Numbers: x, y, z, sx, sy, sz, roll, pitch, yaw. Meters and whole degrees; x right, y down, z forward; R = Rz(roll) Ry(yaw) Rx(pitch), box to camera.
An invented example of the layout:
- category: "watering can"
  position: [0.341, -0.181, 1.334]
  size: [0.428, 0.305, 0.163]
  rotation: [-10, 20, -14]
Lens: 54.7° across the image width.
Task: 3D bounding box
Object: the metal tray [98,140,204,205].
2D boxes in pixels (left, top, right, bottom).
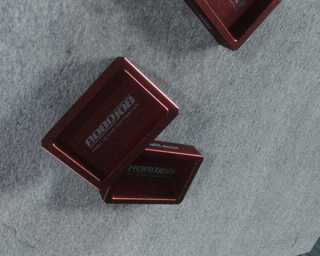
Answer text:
- category: "metal tray"
  position: [-0.011, 0.063, 0.438]
  size: [0.131, 0.030, 0.089]
  rotation: [10, 113, -33]

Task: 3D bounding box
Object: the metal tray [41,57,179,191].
- category: "metal tray"
  position: [-0.055, -0.004, 0.350]
  size: [0.090, 0.030, 0.130]
  rotation: [42, 94, -17]

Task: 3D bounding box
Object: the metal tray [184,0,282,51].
- category: "metal tray"
  position: [0.075, -0.162, 0.345]
  size: [0.090, 0.030, 0.130]
  rotation: [-49, 129, 6]
